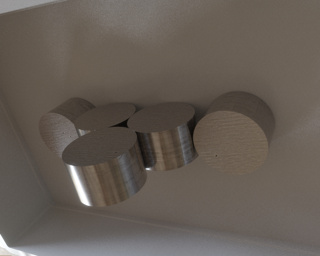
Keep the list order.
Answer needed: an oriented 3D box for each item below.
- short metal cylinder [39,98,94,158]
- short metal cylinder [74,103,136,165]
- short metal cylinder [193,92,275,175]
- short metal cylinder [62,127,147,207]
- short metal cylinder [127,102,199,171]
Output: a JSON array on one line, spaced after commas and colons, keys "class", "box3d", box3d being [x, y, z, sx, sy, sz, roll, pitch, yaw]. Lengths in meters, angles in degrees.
[{"class": "short metal cylinder", "box3d": [-0.130, 0.002, 0.460, 0.080, 0.050, 0.079, 13, 124, 21]}, {"class": "short metal cylinder", "box3d": [-0.066, 0.006, 0.409, 0.080, 0.080, 0.050, 2, 119, 27]}, {"class": "short metal cylinder", "box3d": [0.084, 0.005, 0.349, 0.080, 0.050, 0.079, 13, 124, 21]}, {"class": "short metal cylinder", "box3d": [-0.059, 0.039, 0.338, 0.080, 0.080, 0.050, 2, 119, 27]}, {"class": "short metal cylinder", "box3d": [0.006, 0.008, 0.373, 0.080, 0.080, 0.050, 2, 119, 27]}]
